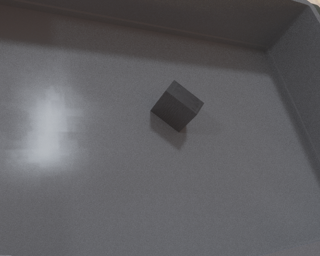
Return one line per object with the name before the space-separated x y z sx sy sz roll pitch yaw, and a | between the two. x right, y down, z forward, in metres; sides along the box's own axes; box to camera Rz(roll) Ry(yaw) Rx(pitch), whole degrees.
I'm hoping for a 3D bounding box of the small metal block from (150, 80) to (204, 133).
small metal block | 0.022 -0.028 0.418 0.050 0.050 0.025 38 51 -3
